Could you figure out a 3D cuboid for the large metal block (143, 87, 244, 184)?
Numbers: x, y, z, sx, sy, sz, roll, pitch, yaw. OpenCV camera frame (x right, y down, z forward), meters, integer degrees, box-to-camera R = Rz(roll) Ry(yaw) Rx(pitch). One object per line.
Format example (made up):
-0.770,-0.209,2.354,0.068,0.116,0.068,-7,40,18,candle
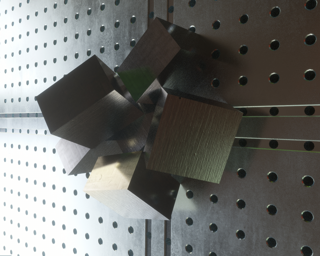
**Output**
0.032,0.007,0.338,0.050,0.080,0.080,-115,39,-73,large metal block

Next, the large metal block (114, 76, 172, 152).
-0.020,-0.012,0.413,0.080,0.050,0.080,-47,62,30,large metal block

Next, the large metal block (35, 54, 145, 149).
-0.077,-0.025,0.356,0.080,0.080,0.050,-34,67,8,large metal block

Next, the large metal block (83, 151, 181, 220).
-0.035,0.075,0.394,0.080,0.080,0.050,-11,47,39,large metal block

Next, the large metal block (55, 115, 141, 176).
-0.089,0.021,0.447,0.080,0.081,0.050,-46,63,30,large metal block

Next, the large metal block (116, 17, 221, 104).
0.010,-0.073,0.366,0.080,0.081,0.050,-47,63,30,large metal block
